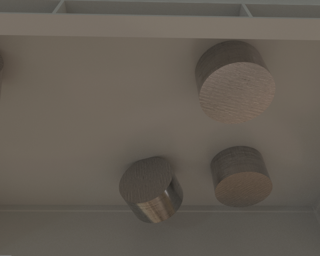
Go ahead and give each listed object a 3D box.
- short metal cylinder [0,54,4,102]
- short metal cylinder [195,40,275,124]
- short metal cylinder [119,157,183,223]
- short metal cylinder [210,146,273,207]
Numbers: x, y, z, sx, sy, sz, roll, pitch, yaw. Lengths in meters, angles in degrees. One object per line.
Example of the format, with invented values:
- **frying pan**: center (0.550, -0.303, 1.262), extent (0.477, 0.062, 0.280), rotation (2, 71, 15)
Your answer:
- **short metal cylinder**: center (-0.211, -0.053, 0.325), extent (0.081, 0.080, 0.050), rotation (17, 128, -15)
- **short metal cylinder**: center (0.082, -0.051, 0.351), extent (0.081, 0.050, 0.079), rotation (0, 130, 0)
- **short metal cylinder**: center (-0.012, 0.089, 0.449), extent (0.080, 0.080, 0.050), rotation (-15, 129, 12)
- **short metal cylinder**: center (0.118, 0.072, 0.456), extent (0.081, 0.050, 0.079), rotation (0, 130, 0)
